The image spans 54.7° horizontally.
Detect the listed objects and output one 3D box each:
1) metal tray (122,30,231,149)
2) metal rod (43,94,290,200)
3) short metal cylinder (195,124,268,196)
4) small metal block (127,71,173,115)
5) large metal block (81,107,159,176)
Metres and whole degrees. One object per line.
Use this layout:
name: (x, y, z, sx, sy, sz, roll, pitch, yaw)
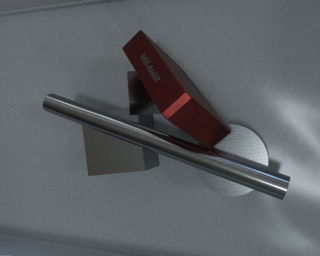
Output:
metal tray: (0.016, -0.044, 0.342, 0.030, 0.090, 0.130, -42, 47, 14)
metal rod: (-0.009, 0.014, 0.357, 0.301, 0.025, 0.025, 19, 96, 18)
short metal cylinder: (0.086, 0.035, 0.365, 0.080, 0.050, 0.079, 0, 90, 19)
small metal block: (-0.013, -0.044, 0.377, 0.050, 0.025, 0.050, -3, 53, -7)
large metal block: (-0.052, 0.017, 0.413, 0.080, 0.050, 0.080, -8, 87, 19)
